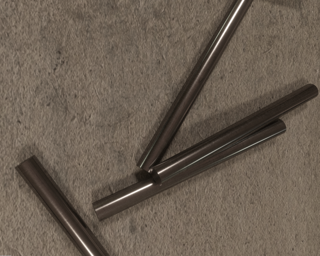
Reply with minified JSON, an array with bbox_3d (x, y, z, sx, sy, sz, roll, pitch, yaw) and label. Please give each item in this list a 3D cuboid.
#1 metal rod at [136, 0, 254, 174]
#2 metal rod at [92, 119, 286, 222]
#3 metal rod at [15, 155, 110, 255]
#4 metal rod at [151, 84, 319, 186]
[{"bbox_3d":[0.055,-0.072,0.430,0.025,0.025,0.300,34,79,-17],"label":"metal rod"},{"bbox_3d":[0.054,0.050,0.430,0.302,0.025,0.025,-22,98,-19],"label":"metal rod"},{"bbox_3d":[-0.075,0.162,0.382,0.025,0.025,0.299,-36,102,-17],"label":"metal rod"},{"bbox_3d":[0.120,0.000,0.442,0.302,0.025,0.025,-26,99,-23],"label":"metal rod"}]
